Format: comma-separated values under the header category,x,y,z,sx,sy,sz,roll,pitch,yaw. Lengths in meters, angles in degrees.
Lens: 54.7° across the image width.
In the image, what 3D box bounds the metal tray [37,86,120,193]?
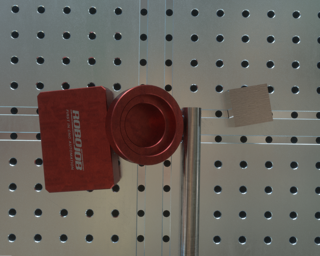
category,x,y,z,sx,sy,sz,roll,pitch,yaw
metal tray,-0.105,0.015,0.404,0.090,0.030,0.129,-5,90,6

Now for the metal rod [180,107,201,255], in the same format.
category,x,y,z,sx,sy,sz,roll,pitch,yaw
metal rod,0.040,0.122,0.414,0.025,0.025,0.298,1,90,-1

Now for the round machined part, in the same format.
category,x,y,z,sx,sy,sz,roll,pitch,yaw
round machined part,-0.023,-0.003,0.391,0.099,0.042,0.097,1,88,-29

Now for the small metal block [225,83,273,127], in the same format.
category,x,y,z,sx,sy,sz,roll,pitch,yaw
small metal block,0.119,-0.029,0.415,0.050,0.025,0.050,-10,90,-1
